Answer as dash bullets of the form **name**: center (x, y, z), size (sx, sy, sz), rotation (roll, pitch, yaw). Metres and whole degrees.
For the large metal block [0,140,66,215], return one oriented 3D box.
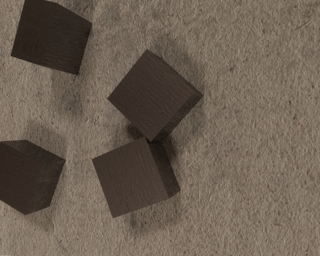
- **large metal block**: center (-0.201, 0.071, 0.465), size (0.080, 0.050, 0.080), rotation (23, 98, 18)

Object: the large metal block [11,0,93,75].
- **large metal block**: center (-0.147, -0.124, 0.430), size (0.050, 0.080, 0.080), rotation (19, 97, 18)

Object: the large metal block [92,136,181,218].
- **large metal block**: center (-0.030, 0.062, 0.405), size (0.080, 0.050, 0.080), rotation (-24, 82, 18)

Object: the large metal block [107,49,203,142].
- **large metal block**: center (-0.005, -0.040, 0.397), size (0.080, 0.050, 0.080), rotation (44, 103, 14)
